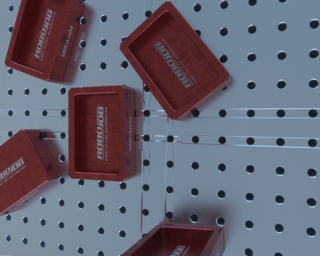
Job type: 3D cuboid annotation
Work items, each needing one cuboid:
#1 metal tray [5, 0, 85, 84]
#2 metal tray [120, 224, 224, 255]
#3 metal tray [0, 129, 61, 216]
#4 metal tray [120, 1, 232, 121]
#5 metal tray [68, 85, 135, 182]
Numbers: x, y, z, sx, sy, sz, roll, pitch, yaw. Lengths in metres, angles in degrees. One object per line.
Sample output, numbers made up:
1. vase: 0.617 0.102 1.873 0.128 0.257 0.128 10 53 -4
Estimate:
1. metal tray: -0.177 -0.143 0.473 0.090 0.030 0.129 21 97 18
2. metal tray: 0.017 0.145 0.351 0.090 0.130 0.030 -3 89 20
3. metal tray: -0.230 0.072 0.492 0.130 0.030 0.090 -34 79 16
4. metal tray: 0.019 -0.085 0.403 0.090 0.030 0.130 -39 78 16
5. metal tray: -0.083 0.007 0.439 0.090 0.030 0.129 0 90 20
